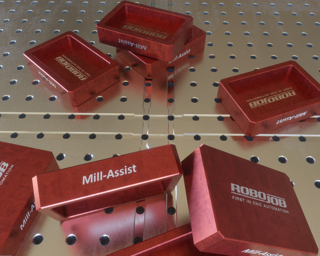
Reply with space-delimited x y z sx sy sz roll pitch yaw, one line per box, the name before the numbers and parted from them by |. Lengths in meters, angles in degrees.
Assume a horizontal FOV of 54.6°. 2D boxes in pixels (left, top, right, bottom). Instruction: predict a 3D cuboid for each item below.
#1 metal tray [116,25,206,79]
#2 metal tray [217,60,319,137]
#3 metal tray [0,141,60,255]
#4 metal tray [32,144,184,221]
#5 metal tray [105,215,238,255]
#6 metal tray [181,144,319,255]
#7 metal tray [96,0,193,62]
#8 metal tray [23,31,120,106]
metal tray | 0.002 -0.143 0.525 0.131 0.030 0.090 -34 58 -25
metal tray | 0.160 -0.046 0.443 0.131 0.030 0.090 -17 52 -14
metal tray | -0.181 0.078 0.338 0.090 0.030 0.130 10 51 8
metal tray | -0.048 0.058 0.313 0.131 0.090 0.030 -12 69 -10
metal tray | 0.019 0.143 0.284 0.131 0.030 0.090 -17 52 -14
metal tray | 0.086 0.075 0.298 0.131 0.030 0.090 20 43 -28
metal tray | -0.023 -0.158 0.497 0.130 0.030 0.090 19 53 15
metal tray | -0.137 -0.097 0.485 0.130 0.030 0.090 37 59 27
